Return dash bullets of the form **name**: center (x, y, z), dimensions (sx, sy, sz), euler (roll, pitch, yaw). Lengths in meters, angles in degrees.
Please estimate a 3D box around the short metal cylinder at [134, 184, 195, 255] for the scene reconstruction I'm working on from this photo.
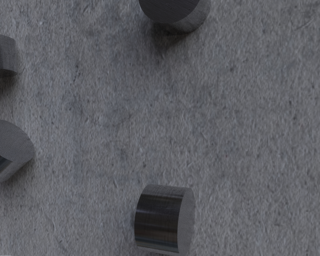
- **short metal cylinder**: center (0.008, 0.111, 0.376), dimensions (0.050, 0.080, 0.079), euler (2, 91, 20)

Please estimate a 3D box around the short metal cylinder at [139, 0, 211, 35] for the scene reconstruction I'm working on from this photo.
- **short metal cylinder**: center (0.020, -0.163, 0.388), dimensions (0.080, 0.050, 0.079), euler (0, 90, 19)

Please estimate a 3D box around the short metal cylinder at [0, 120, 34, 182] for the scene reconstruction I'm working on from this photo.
- **short metal cylinder**: center (-0.239, 0.033, 0.462), dimensions (0.050, 0.080, 0.080), euler (-40, 78, 15)

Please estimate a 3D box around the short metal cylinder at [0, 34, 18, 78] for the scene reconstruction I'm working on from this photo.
- **short metal cylinder**: center (-0.262, -0.108, 0.470), dimensions (0.080, 0.080, 0.050), euler (-3, 89, 19)
